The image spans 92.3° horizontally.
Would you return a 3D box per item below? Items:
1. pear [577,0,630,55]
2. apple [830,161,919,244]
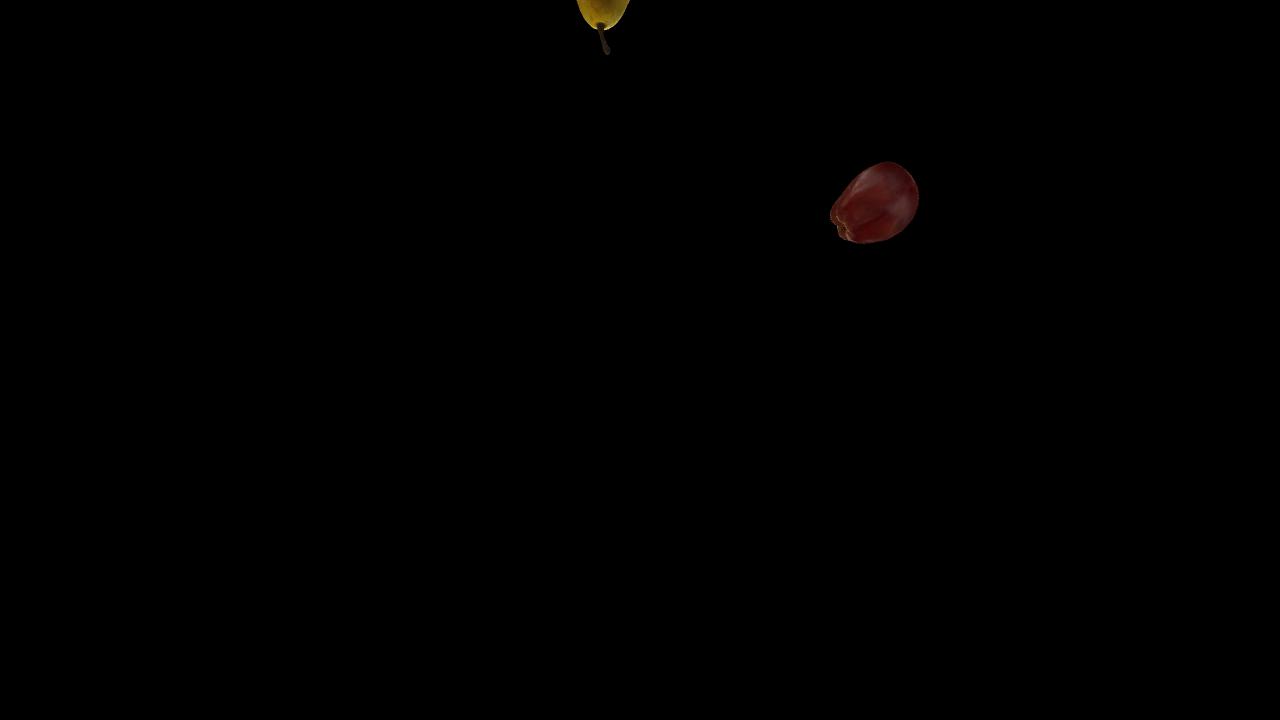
[{"bbox_3d":[-0.029,-0.276,0.435,0.080,0.111,0.080,7,-14,2],"label":"pear"},{"bbox_3d":[0.260,-0.170,0.677,0.093,0.079,0.079,-37,3,-4],"label":"apple"}]
